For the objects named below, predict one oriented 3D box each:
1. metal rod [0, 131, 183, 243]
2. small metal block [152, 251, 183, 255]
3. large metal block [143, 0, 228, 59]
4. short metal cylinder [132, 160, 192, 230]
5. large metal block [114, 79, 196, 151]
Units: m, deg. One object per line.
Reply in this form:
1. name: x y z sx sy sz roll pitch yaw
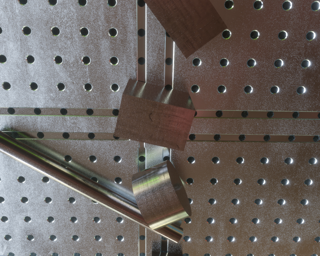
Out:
1. metal rod: -0.098 0.089 0.444 0.301 0.025 0.025 31 107 -11
2. small metal block: 0.009 0.230 0.498 0.050 0.025 0.050 7 110 -3
3. large metal block: 0.022 -0.128 0.337 0.050 0.080 0.080 -36 107 12
4. short metal cylinder: 0.003 0.089 0.417 0.050 0.080 0.080 -24 109 8
5. large metal block: -0.007 -0.019 0.377 0.081 0.080 0.050 13 110 -5
